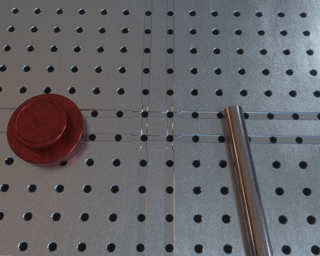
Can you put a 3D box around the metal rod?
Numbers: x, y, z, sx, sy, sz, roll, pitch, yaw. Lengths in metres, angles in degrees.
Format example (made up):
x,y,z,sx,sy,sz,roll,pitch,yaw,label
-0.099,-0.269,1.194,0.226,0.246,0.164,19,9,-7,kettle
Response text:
x,y,z,sx,sy,sz,roll,pitch,yaw,label
0.114,0.114,0.370,0.025,0.025,0.299,-5,70,-2,metal rod

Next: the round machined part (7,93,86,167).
x,y,z,sx,sy,sz,roll,pitch,yaw,label
-0.150,-0.001,0.402,0.099,0.042,0.098,0,70,0,round machined part
